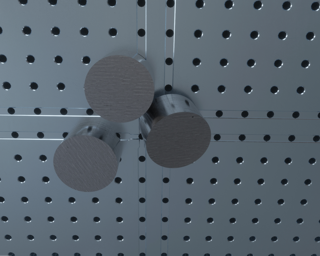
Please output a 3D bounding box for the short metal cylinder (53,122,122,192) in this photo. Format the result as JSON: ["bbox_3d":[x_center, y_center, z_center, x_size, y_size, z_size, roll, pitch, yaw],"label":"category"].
[{"bbox_3d":[-0.094,0.037,0.413,0.081,0.050,0.079,0,110,-1],"label":"short metal cylinder"}]

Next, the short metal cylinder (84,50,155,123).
[{"bbox_3d":[-0.047,-0.052,0.380,0.081,0.050,0.079,0,110,0],"label":"short metal cylinder"}]

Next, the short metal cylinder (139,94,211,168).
[{"bbox_3d":[0.018,0.004,0.391,0.081,0.050,0.079,-7,121,-11],"label":"short metal cylinder"}]
